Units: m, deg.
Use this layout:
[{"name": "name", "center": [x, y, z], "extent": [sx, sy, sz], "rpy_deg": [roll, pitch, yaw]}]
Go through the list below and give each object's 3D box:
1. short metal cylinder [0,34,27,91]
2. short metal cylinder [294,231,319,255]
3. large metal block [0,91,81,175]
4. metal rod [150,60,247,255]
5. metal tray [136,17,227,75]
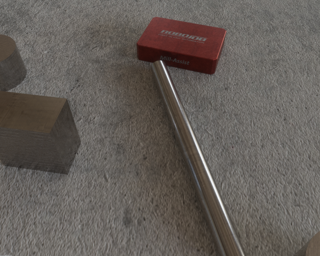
[{"name": "short metal cylinder", "center": [-0.251, -0.097, 0.467], "extent": [0.081, 0.050, 0.080], "rpy_deg": [0, 50, 0]}, {"name": "short metal cylinder", "center": [0.162, 0.135, 0.274], "extent": [0.081, 0.050, 0.080], "rpy_deg": [0, 50, 0]}, {"name": "large metal block", "center": [-0.146, 0.007, 0.360], "extent": [0.080, 0.080, 0.050], "rpy_deg": [7, 51, 6]}, {"name": "metal rod", "center": [0.034, 0.016, 0.389], "extent": [0.025, 0.025, 0.300], "rpy_deg": [-11, 51, -9]}, {"name": "metal tray", "center": [0.037, -0.140, 0.518], "extent": [0.131, 0.030, 0.090], "rpy_deg": [14, 51, 11]}]
